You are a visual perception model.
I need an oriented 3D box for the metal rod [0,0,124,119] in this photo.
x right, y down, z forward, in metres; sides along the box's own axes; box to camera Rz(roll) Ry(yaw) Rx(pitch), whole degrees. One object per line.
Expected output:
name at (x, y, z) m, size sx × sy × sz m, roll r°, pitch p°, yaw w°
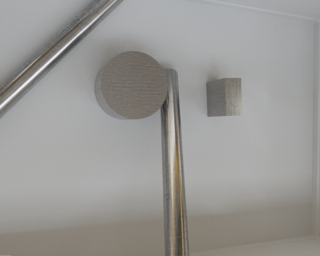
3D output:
metal rod at (-0.150, -0.061, 0.355) m, size 0.025 × 0.025 × 0.300 m, roll 45°, pitch 76°, yaw -15°

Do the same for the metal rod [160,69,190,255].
metal rod at (0.016, 0.061, 0.351) m, size 0.025 × 0.025 × 0.299 m, roll 9°, pitch 61°, yaw -20°

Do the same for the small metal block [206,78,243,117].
small metal block at (0.089, -0.041, 0.431) m, size 0.025 × 0.050 × 0.050 m, roll -3°, pitch 91°, yaw -20°

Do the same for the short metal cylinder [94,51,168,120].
short metal cylinder at (-0.037, -0.050, 0.384) m, size 0.081 × 0.050 × 0.079 m, roll 0°, pitch 90°, yaw -20°
